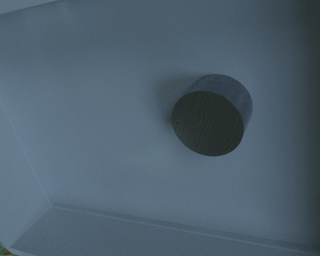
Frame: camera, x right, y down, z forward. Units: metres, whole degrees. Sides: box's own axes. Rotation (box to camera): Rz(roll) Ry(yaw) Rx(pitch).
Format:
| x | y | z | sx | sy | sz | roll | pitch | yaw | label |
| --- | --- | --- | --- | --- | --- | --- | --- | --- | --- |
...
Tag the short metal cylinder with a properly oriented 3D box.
| x | y | z | sx | sy | sz | roll | pitch | yaw | label |
| --- | --- | --- | --- | --- | --- | --- | --- | --- | --- |
| 0.060 | -0.015 | 0.352 | 0.080 | 0.050 | 0.080 | 13 | 124 | 21 | short metal cylinder |
